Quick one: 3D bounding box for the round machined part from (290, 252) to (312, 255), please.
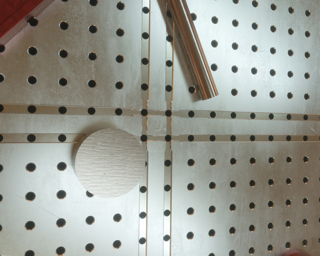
[{"bbox_3d":[0.233,0.254,0.490,0.099,0.042,0.097,0,90,-20],"label":"round machined part"}]

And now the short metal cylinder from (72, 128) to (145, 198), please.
[{"bbox_3d":[-0.064,0.040,0.376,0.081,0.050,0.080,0,90,-20],"label":"short metal cylinder"}]

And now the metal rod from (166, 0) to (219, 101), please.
[{"bbox_3d":[0.018,-0.181,0.418,0.025,0.025,0.299,-24,98,-18],"label":"metal rod"}]

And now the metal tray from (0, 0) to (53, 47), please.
[{"bbox_3d":[-0.175,-0.163,0.344,0.090,0.030,0.130,44,76,-15],"label":"metal tray"}]
